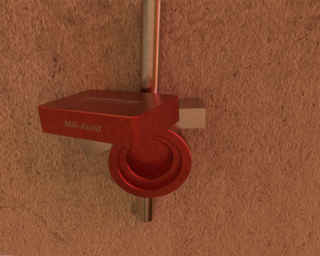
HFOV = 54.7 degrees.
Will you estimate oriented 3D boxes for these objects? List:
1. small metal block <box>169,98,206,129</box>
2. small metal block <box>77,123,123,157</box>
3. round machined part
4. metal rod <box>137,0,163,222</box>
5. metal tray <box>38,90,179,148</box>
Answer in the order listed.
[{"bbox_3d":[0.029,-0.020,0.391,0.050,0.050,0.025,-1,110,0],"label":"small metal block"},{"bbox_3d":[-0.073,0.008,0.400,0.050,0.050,0.025,-18,109,6],"label":"small metal block"},{"bbox_3d":[-0.012,0.034,0.385,0.099,0.042,0.097,-1,114,-2],"label":"round machined part"},{"bbox_3d":[-0.015,-0.008,0.408,0.025,0.025,0.298,2,110,-1],"label":"metal rod"},{"bbox_3d":[-0.055,-0.016,0.345,0.130,0.091,0.030,7,112,28],"label":"metal tray"}]
